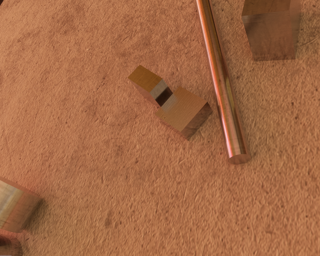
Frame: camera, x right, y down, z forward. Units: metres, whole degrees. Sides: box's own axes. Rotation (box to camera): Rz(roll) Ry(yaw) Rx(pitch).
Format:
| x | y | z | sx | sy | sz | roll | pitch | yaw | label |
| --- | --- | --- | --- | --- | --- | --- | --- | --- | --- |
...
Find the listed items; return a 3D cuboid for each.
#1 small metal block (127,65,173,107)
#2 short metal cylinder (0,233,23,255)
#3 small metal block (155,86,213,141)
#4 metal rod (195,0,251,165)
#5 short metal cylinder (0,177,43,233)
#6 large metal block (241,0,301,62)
| x | y | z | sx | sy | sz | roll | pitch | yaw | label |
| --- | --- | --- | --- | --- | --- | --- | --- | --- | --- |
| -0.010 | -0.054 | 0.426 | 0.025 | 0.050 | 0.050 | -48 | 51 | -5 | small metal block |
| -0.228 | 0.176 | 0.399 | 0.080 | 0.050 | 0.080 | -13 | 56 | 21 | short metal cylinder |
| 0.031 | -0.019 | 0.400 | 0.050 | 0.025 | 0.050 | -49 | 52 | -6 | small metal block |
| 0.077 | -0.091 | 0.419 | 0.025 | 0.025 | 0.299 | -17 | 55 | 18 | metal rod |
| -0.209 | 0.100 | 0.417 | 0.080 | 0.080 | 0.050 | 15 | 70 | 34 | short metal cylinder |
| 0.140 | -0.140 | 0.381 | 0.050 | 0.080 | 0.080 | 3 | 63 | 30 | large metal block |
